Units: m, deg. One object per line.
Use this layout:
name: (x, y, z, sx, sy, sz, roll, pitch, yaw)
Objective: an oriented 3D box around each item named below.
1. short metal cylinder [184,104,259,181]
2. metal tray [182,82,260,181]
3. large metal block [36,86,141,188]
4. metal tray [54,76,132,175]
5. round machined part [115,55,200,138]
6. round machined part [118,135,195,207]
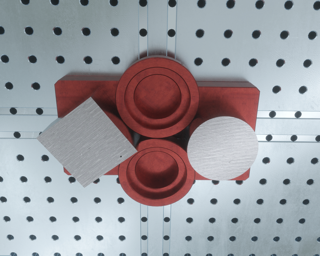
short metal cylinder: (0.071, 0.016, 0.374, 0.081, 0.050, 0.079, 0, 110, 0)
metal tray: (0.076, 0.006, 0.411, 0.091, 0.030, 0.129, 1, 110, -1)
large metal block: (-0.081, 0.010, 0.371, 0.080, 0.050, 0.080, -35, 107, 12)
metal tray: (-0.083, -0.002, 0.409, 0.091, 0.030, 0.129, 0, 110, -2)
round machined part: (-0.003, -0.040, 0.380, 0.099, 0.042, 0.097, 0, 110, 0)
round machined part: (-0.004, 0.052, 0.414, 0.099, 0.042, 0.097, 0, 110, 0)
